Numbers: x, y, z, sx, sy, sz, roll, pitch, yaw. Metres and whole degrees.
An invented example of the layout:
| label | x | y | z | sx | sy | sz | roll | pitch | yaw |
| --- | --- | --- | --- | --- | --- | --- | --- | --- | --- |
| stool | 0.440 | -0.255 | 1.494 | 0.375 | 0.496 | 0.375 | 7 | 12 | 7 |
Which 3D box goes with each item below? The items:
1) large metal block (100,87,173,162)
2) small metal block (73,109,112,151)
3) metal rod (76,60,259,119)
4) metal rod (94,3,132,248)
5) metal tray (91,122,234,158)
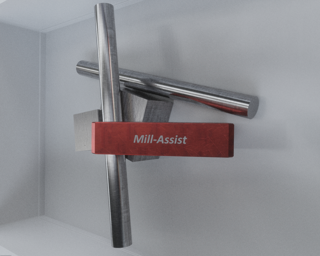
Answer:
| label | x | y | z | sx | sy | sz | roll | pitch | yaw |
| --- | --- | --- | --- | --- | --- | --- | --- | --- | --- |
| large metal block | -0.038 | -0.008 | 0.418 | 0.080 | 0.050 | 0.079 | 23 | 104 | 37 |
| small metal block | -0.088 | 0.004 | 0.409 | 0.050 | 0.025 | 0.050 | -8 | 84 | 39 |
| metal rod | -0.015 | -0.060 | 0.416 | 0.300 | 0.025 | 0.025 | 19 | 102 | 38 |
| metal rod | -0.059 | -0.007 | 0.386 | 0.025 | 0.025 | 0.298 | -8 | 85 | 39 |
| metal tray | 0.006 | 0.009 | 0.321 | 0.131 | 0.090 | 0.030 | 1 | 92 | 8 |
